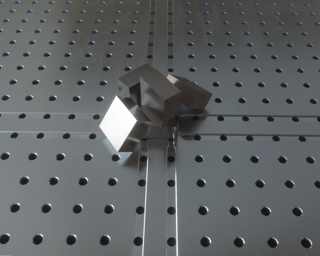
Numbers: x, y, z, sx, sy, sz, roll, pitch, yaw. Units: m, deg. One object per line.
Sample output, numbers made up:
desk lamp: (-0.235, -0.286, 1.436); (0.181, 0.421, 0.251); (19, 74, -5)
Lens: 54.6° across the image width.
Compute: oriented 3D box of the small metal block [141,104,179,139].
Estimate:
small metal block: (-0.001, -0.013, 0.418); (0.050, 0.025, 0.050); (1, 50, -1)

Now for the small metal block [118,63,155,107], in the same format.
small metal block: (-0.030, -0.056, 0.438); (0.050, 0.050, 0.025); (-34, 58, -25)

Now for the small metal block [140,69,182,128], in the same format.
small metal block: (0.000, -0.037, 0.390); (0.025, 0.050, 0.050); (-29, 56, -23)

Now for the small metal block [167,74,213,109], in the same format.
small metal block: (0.038, -0.050, 0.433); (0.050, 0.025, 0.050); (35, 19, 26)

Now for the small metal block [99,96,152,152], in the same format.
small metal block: (-0.045, -0.005, 0.392); (0.025, 0.050, 0.050); (5, 36, -48)
